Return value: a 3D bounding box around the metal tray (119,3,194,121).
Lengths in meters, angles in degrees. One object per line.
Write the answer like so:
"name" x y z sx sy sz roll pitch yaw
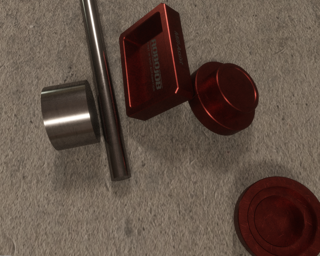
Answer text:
"metal tray" -0.009 -0.085 0.407 0.090 0.030 0.129 -24 65 38

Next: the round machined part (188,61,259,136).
"round machined part" 0.086 -0.043 0.393 0.099 0.042 0.098 14 61 -27

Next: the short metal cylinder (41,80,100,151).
"short metal cylinder" -0.108 -0.016 0.383 0.050 0.080 0.080 -11 71 -4

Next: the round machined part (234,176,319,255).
"round machined part" 0.135 0.109 0.361 0.099 0.042 0.098 0 70 -1

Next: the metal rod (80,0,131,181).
"metal rod" -0.081 -0.074 0.434 0.025 0.025 0.299 -12 71 -5
